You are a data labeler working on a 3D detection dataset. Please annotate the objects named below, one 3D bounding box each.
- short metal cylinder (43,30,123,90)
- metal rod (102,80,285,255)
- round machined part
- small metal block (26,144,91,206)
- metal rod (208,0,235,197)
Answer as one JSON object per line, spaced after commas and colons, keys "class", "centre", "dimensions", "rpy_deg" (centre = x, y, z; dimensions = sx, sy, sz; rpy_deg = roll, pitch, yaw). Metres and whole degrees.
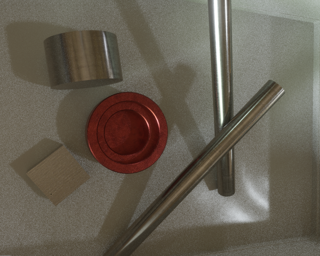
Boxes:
{"class": "short metal cylinder", "centre": [-0.085, -0.074, 0.350], "dimensions": [0.081, 0.080, 0.050], "rpy_deg": [-9, 94, -20]}
{"class": "metal rod", "centre": [0.039, 0.059, 0.383], "dimensions": [0.025, 0.025, 0.300], "rpy_deg": [42, 93, -16]}
{"class": "round machined part", "centre": [-0.043, 0.005, 0.386], "dimensions": [0.099, 0.042, 0.097], "rpy_deg": [0, 90, -21]}
{"class": "small metal block", "centre": [-0.120, 0.055, 0.367], "dimensions": [0.050, 0.025, 0.050], "rpy_deg": [-40, 103, -16]}
{"class": "metal rod", "centre": [0.078, -0.041, 0.385], "dimensions": [0.025, 0.025, 0.298], "rpy_deg": [-18, 118, -19]}
